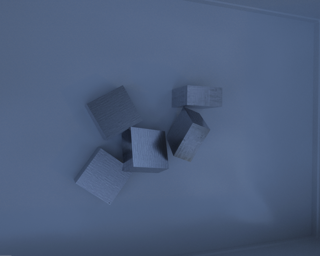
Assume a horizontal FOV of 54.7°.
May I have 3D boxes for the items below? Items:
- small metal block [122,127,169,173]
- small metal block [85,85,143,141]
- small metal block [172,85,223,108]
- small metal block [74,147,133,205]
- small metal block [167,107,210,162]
[{"bbox_3d":[-0.019,0.029,0.391,0.050,0.025,0.050,8,65,-32],"label":"small metal block"},{"bbox_3d":[-0.058,-0.018,0.388,0.050,0.025,0.050,-31,97,-18],"label":"small metal block"},{"bbox_3d":[0.049,-0.040,0.416,0.050,0.050,0.025,1,90,-21],"label":"small metal block"},{"bbox_3d":[-0.070,0.059,0.386,0.050,0.025,0.050,38,78,-17],"label":"small metal block"},{"bbox_3d":[0.035,0.007,0.402,0.025,0.050,0.050,21,111,-19],"label":"small metal block"}]
